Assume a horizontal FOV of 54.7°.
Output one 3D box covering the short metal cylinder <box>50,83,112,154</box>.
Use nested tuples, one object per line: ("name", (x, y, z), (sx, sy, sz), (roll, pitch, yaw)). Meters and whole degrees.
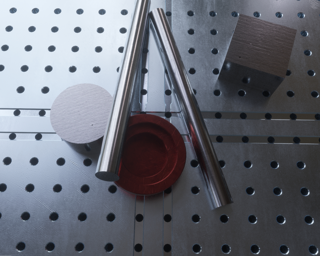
("short metal cylinder", (-0.094, -0.011, 0.401), (0.081, 0.050, 0.080), (0, 70, 0))

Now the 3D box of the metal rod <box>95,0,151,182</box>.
("metal rod", (-0.040, -0.074, 0.401), (0.025, 0.025, 0.300), (5, 56, 1))

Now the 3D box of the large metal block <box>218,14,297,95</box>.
("large metal block", (0.136, -0.103, 0.438), (0.080, 0.050, 0.080), (19, 71, 6))

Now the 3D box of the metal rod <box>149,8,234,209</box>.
("metal rod", (0.036, -0.040, 0.426), (0.025, 0.025, 0.299), (-15, 71, -6))

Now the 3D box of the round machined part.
("round machined part", (-0.020, 0.035, 0.385), (0.099, 0.042, 0.098), (2, 73, -7))
